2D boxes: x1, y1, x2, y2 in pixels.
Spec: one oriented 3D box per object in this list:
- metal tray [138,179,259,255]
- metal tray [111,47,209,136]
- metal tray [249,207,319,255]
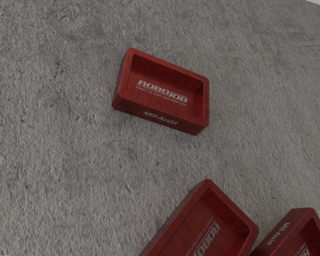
[{"bbox_3d":[0.046,0.131,0.344,0.090,0.030,0.131,45,51,3],"label":"metal tray"},{"bbox_3d":[0.005,-0.050,0.433,0.131,0.030,0.090,18,55,-18],"label":"metal tray"},{"bbox_3d":[0.163,0.167,0.373,0.131,0.030,0.090,-26,89,-37],"label":"metal tray"}]
